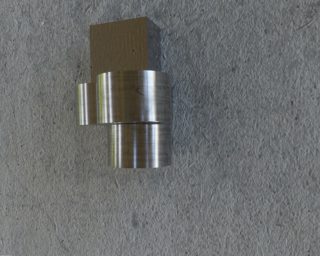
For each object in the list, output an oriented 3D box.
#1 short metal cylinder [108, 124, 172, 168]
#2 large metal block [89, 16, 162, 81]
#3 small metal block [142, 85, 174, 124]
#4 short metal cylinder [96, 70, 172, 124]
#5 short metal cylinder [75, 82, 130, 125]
[{"bbox_3d":[-0.025,0.021,0.390,0.080,0.080,0.050,0,90,20],"label":"short metal cylinder"},{"bbox_3d":[-0.044,-0.095,0.413,0.080,0.050,0.080,-2,89,20],"label":"large metal block"},{"bbox_3d":[-0.002,-0.030,0.400,0.025,0.050,0.050,1,91,20],"label":"small metal block"},{"bbox_3d":[-0.028,-0.031,0.338,0.080,0.080,0.050,-2,89,20],"label":"short metal cylinder"},{"bbox_3d":[-0.069,-0.029,0.406,0.080,0.080,0.050,-2,89,20],"label":"short metal cylinder"}]
